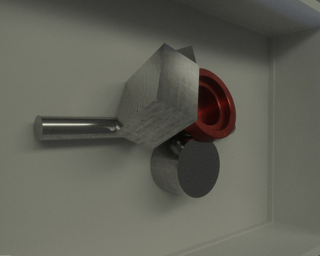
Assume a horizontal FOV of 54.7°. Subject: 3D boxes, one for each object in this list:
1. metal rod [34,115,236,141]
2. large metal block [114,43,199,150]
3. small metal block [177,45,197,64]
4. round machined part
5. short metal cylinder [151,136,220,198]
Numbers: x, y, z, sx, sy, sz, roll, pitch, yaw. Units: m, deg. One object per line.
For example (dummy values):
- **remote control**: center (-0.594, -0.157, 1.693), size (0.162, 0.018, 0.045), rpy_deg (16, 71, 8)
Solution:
- **metal rod**: center (-0.004, -0.001, 0.401), size (0.302, 0.025, 0.025), rpy_deg (0, 90, -40)
- **large metal block**: center (-0.002, -0.033, 0.350), size (0.050, 0.080, 0.080), rpy_deg (27, 50, -26)
- **small metal block**: center (0.025, -0.082, 0.428), size (0.050, 0.025, 0.050), rpy_deg (-27, 107, -37)
- **round machined part**: center (0.054, -0.027, 0.416), size (0.099, 0.042, 0.098), rpy_deg (16, 63, -34)
- **short metal cylinder**: center (0.035, 0.050, 0.419), size (0.081, 0.050, 0.079), rpy_deg (0, 90, -40)
